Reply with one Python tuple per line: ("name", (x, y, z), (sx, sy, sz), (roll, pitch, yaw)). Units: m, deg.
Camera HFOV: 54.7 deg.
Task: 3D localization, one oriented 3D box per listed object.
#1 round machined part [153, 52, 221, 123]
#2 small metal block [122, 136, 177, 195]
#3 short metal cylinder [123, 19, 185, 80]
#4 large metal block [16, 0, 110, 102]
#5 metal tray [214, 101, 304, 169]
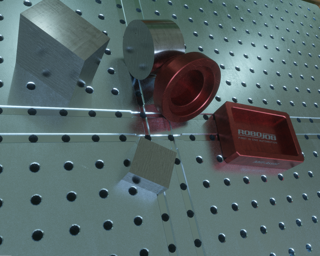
("round machined part", (0.031, -0.058, 0.421), (0.099, 0.097, 0.042), (-14, 43, -34))
("small metal block", (-0.012, 0.046, 0.374), (0.050, 0.025, 0.050), (25, 53, -13))
("short metal cylinder", (-0.010, -0.110, 0.434), (0.050, 0.080, 0.080), (-14, 69, -34))
("large metal block", (-0.116, -0.091, 0.366), (0.080, 0.080, 0.050), (36, 51, -4))
("metal tray", (0.153, 0.012, 0.479), (0.131, 0.030, 0.090), (8, 58, -24))
